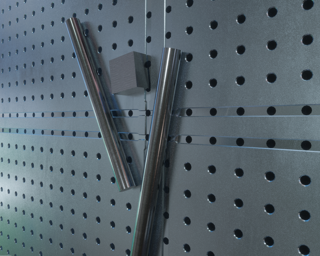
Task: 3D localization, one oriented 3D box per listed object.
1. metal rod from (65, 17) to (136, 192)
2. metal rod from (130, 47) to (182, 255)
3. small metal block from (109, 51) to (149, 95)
[{"bbox_3d":[-0.098,-0.046,0.487,0.025,0.025,0.299,-33,70,35],"label":"metal rod"},{"bbox_3d":[-0.008,0.046,0.413,0.025,0.025,0.298,15,100,38],"label":"metal rod"},{"bbox_3d":[-0.045,-0.077,0.444,0.050,0.025,0.050,-10,84,39],"label":"small metal block"}]
